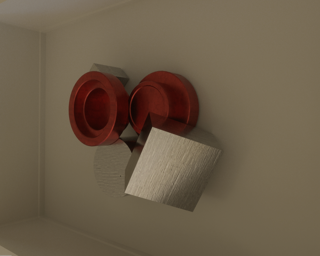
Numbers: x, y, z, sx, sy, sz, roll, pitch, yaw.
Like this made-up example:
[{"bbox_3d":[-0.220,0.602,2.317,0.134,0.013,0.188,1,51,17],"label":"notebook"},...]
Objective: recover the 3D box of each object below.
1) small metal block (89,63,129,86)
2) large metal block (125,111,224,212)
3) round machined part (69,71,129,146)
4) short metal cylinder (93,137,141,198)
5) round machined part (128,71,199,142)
[{"bbox_3d":[-0.082,-0.064,0.453,0.025,0.050,0.050,52,120,27],"label":"small metal block"},{"bbox_3d":[0.012,0.038,0.348,0.050,0.080,0.079,-106,37,-68],"label":"large metal block"},{"bbox_3d":[-0.076,-0.025,0.416,0.098,0.042,0.097,0,90,39],"label":"round machined part"},{"bbox_3d":[-0.045,0.051,0.424,0.080,0.050,0.079,0,90,39],"label":"short metal cylinder"},{"bbox_3d":[-0.003,-0.024,0.392,0.098,0.042,0.097,0,90,39],"label":"round machined part"}]
